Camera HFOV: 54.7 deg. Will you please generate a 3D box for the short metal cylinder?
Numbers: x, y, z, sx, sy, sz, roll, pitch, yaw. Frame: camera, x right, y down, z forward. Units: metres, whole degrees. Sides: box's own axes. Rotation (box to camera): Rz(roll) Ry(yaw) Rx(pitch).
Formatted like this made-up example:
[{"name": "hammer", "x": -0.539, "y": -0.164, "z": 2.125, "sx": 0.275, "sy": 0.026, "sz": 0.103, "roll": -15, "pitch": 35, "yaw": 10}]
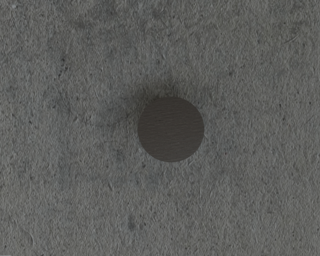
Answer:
[{"name": "short metal cylinder", "x": 0.013, "y": 0.002, "z": 0.399, "sx": 0.081, "sy": 0.050, "sz": 0.079, "roll": 0, "pitch": 90, "yaw": -1}]
